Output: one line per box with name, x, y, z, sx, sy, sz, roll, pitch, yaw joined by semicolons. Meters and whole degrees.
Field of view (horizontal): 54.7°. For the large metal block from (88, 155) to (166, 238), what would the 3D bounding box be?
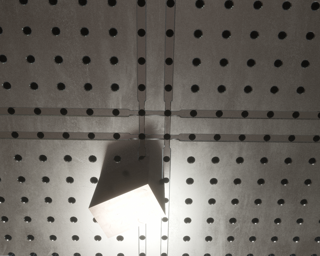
large metal block;-0.040;0.089;0.416;0.080;0.080;0.050;-24;109;8
